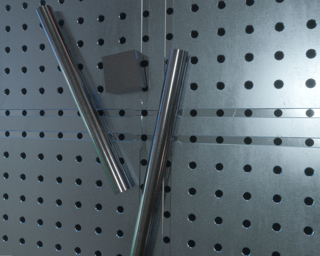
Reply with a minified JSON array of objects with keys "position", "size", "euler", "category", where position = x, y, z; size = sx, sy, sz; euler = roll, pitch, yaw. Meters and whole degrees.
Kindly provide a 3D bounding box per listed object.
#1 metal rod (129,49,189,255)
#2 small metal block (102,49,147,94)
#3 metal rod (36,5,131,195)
[{"position":[-0.004,0.046,0.413],"size":[0.025,0.025,0.298],"euler":[13,94,19],"category":"metal rod"},{"position":[-0.049,-0.077,0.429],"size":[0.050,0.025,0.050],"euler":[-8,87,19],"category":"small metal block"},{"position":[-0.114,-0.046,0.451],"size":[0.025,0.025,0.299],"euler":[-28,81,17],"category":"metal rod"}]
